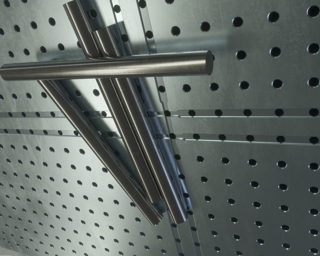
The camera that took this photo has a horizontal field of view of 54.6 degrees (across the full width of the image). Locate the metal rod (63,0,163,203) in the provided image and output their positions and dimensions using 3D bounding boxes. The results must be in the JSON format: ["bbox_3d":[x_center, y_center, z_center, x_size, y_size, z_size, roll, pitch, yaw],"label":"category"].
[{"bbox_3d":[-0.055,-0.022,0.427,0.025,0.025,0.299,-7,115,31],"label":"metal rod"}]

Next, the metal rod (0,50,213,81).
[{"bbox_3d":[-0.084,-0.072,0.377,0.300,0.025,0.025,3,120,27],"label":"metal rod"}]

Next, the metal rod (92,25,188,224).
[{"bbox_3d":[-0.019,0.010,0.427,0.025,0.025,0.299,-8,115,32],"label":"metal rod"}]

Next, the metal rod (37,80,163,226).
[{"bbox_3d":[-0.091,0.031,0.479,0.025,0.025,0.300,-28,103,37],"label":"metal rod"}]
